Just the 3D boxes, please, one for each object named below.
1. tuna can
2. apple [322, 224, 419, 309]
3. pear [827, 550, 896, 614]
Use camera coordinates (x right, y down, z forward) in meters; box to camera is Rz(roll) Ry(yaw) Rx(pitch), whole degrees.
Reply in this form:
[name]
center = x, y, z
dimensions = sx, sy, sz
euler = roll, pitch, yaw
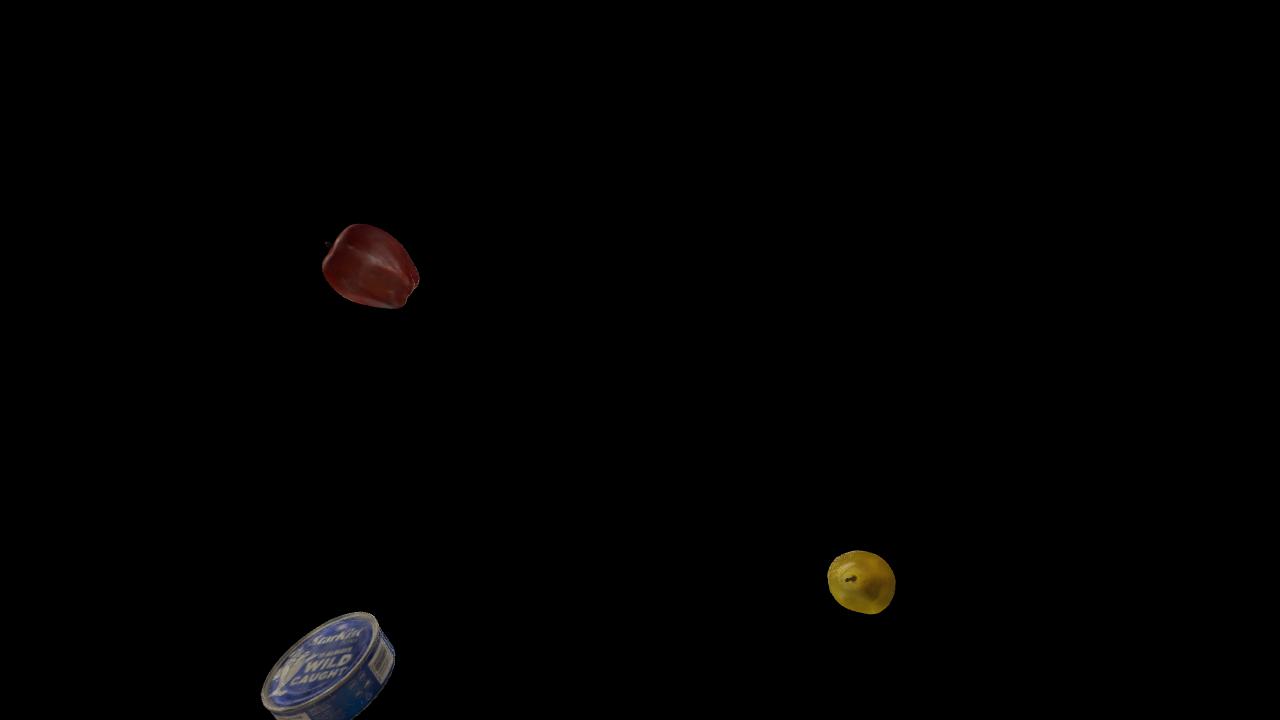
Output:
[tuna can]
center = -0.225, 0.229, 0.451
dimensions = 0.084, 0.034, 0.084
euler = -17, 21, 7
[apple]
center = -0.273, -0.093, 0.623
dimensions = 0.093, 0.079, 0.079
euler = 35, -15, -22
[pear]
center = 0.268, 0.266, 0.744
dimensions = 0.080, 0.080, 0.111
euler = 0, -23, 16
